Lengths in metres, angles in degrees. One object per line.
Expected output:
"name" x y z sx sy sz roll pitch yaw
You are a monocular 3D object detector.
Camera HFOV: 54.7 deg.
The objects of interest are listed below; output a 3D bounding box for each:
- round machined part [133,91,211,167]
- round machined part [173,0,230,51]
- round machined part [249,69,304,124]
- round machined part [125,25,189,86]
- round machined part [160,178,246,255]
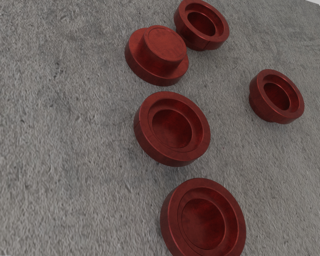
"round machined part" 0.012 0.005 0.396 0.099 0.042 0.098 14 56 -21
"round machined part" 0.067 -0.172 0.533 0.099 0.042 0.098 14 56 -21
"round machined part" 0.191 -0.048 0.525 0.099 0.042 0.098 14 56 -21
"round machined part" 0.001 -0.114 0.462 0.099 0.042 0.098 14 56 -21
"round machined part" 0.044 0.109 0.350 0.099 0.042 0.098 14 56 -21
